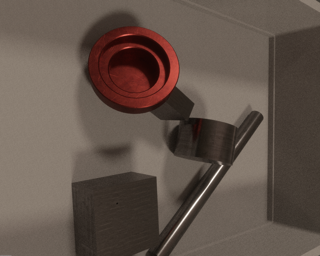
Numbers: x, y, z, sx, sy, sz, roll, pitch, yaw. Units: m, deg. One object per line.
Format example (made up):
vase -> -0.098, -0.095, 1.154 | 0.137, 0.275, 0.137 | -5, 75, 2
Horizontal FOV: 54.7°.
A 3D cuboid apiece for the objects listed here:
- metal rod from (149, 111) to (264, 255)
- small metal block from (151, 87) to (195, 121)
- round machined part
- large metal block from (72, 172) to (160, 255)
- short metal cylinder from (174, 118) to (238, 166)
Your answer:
metal rod -> 0.084, 0.074, 0.479 | 0.301, 0.025, 0.025 | -47, 118, -30
small metal block -> 0.007, -0.033, 0.396 | 0.050, 0.050, 0.025 | 37, 67, -37
round machined part -> -0.030, -0.062, 0.352 | 0.099, 0.042, 0.098 | 3, 73, -9
large metal block -> -0.049, 0.098, 0.351 | 0.081, 0.050, 0.079 | -5, 93, -40
short metal cylinder -> 0.063, 0.020, 0.426 | 0.080, 0.080, 0.050 | 18, 79, -39
